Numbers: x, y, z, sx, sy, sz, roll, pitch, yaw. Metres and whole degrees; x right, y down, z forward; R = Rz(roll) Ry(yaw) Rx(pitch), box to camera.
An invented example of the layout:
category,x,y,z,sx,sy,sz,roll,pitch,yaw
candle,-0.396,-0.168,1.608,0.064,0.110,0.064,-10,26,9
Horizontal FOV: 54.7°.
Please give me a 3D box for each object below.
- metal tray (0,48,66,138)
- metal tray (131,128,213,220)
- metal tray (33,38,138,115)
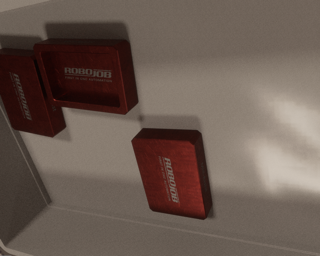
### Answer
category,x,y,z,sx,sy,sz,roll,pitch,yaw
metal tray,-0.203,-0.053,0.477,0.090,0.030,0.129,9,123,23
metal tray,0.019,0.065,0.434,0.090,0.030,0.129,2,120,27
metal tray,-0.098,-0.070,0.411,0.130,0.030,0.089,8,122,23
